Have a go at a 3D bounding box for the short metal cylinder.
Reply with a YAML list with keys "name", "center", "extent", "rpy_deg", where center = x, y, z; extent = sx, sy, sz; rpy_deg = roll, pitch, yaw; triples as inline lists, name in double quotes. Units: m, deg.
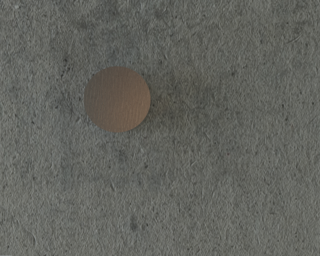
- name: "short metal cylinder"
  center: [-0.051, -0.035, 0.397]
  extent: [0.080, 0.050, 0.080]
  rpy_deg: [0, 90, 0]
